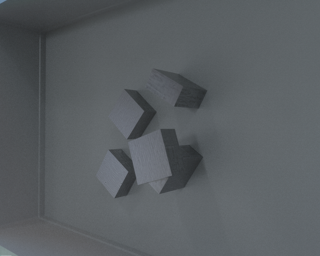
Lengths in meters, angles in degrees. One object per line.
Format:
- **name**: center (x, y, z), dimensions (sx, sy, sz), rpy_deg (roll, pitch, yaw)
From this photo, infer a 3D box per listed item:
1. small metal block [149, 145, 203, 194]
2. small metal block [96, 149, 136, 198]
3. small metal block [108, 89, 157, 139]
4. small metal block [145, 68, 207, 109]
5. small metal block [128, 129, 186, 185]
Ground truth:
- **small metal block**: center (0.018, 0.049, 0.374), dimensions (0.025, 0.050, 0.050), rpy_deg (42, 115, 32)
- **small metal block**: center (-0.062, 0.066, 0.456), dimensions (0.050, 0.025, 0.050), rpy_deg (42, 115, 31)
- **small metal block**: center (-0.040, -0.019, 0.437), dimensions (0.050, 0.025, 0.050), rpy_deg (48, 118, 29)
- **small metal block**: center (0.020, -0.047, 0.373), dimensions (0.050, 0.050, 0.025), rpy_deg (37, 113, 33)
- **small metal block**: center (-0.004, 0.032, 0.343), dimensions (0.050, 0.025, 0.050), rpy_deg (-23, 76, 37)
